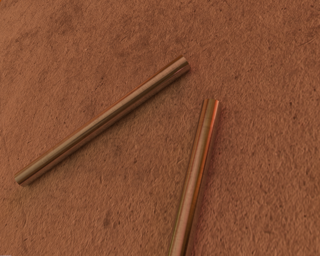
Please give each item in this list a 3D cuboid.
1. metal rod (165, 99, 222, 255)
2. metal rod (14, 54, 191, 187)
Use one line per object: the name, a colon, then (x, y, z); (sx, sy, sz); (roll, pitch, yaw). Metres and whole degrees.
metal rod: (0.027, 0.102, 0.326); (0.025, 0.025, 0.300); (2, 63, 29)
metal rod: (-0.085, -0.009, 0.451); (0.300, 0.025, 0.025); (-35, 52, 4)
